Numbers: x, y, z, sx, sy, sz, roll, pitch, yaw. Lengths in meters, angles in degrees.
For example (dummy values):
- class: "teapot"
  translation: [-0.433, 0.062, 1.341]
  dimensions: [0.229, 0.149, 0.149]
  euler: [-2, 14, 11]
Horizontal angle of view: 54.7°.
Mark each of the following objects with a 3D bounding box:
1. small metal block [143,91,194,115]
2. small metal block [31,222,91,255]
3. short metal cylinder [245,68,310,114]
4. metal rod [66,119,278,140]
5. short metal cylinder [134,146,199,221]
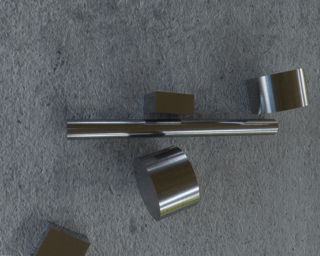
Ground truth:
- class: "small metal block"
  translation: [0.010, -0.030, 0.400]
  dimensions: [0.050, 0.050, 0.025]
  euler: [3, 89, -20]
- class: "small metal block"
  translation: [-0.119, 0.147, 0.366]
  dimensions: [0.050, 0.025, 0.050]
  euler: [31, 80, -18]
- class: "short metal cylinder"
  translation: [0.167, -0.052, 0.443]
  dimensions: [0.081, 0.080, 0.050]
  euler: [-13, 95, -20]
- class: "metal rod"
  translation: [0.031, 0.000, 0.421]
  dimensions: [0.303, 0.025, 0.025]
  euler: [-1, 91, -21]
- class: "short metal cylinder"
  translation: [0.006, 0.067, 0.383]
  dimensions: [0.050, 0.080, 0.080]
  euler: [-17, 96, -20]
